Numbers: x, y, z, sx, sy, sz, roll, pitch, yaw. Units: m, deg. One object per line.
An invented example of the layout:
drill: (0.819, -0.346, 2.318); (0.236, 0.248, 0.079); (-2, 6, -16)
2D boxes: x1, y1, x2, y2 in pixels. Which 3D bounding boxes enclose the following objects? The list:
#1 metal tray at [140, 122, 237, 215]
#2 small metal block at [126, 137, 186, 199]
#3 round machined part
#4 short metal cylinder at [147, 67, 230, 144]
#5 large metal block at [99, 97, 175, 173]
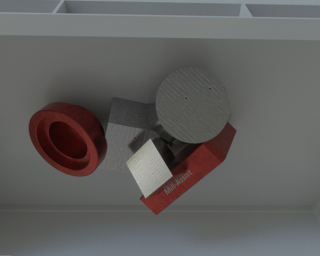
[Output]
metal tray: (0.037, 0.048, 0.404); (0.030, 0.090, 0.129); (44, 121, 0)
small metal block: (-0.006, 0.046, 0.362); (0.025, 0.050, 0.050); (-4, 146, -52)
round machined part: (-0.109, 0.010, 0.388); (0.098, 0.042, 0.097); (13, 127, 18)
short metal cylinder: (0.030, -0.022, 0.344); (0.081, 0.080, 0.050); (12, 173, -11)
large metal block: (-0.030, 0.014, 0.403); (0.081, 0.050, 0.079); (11, 129, -10)
